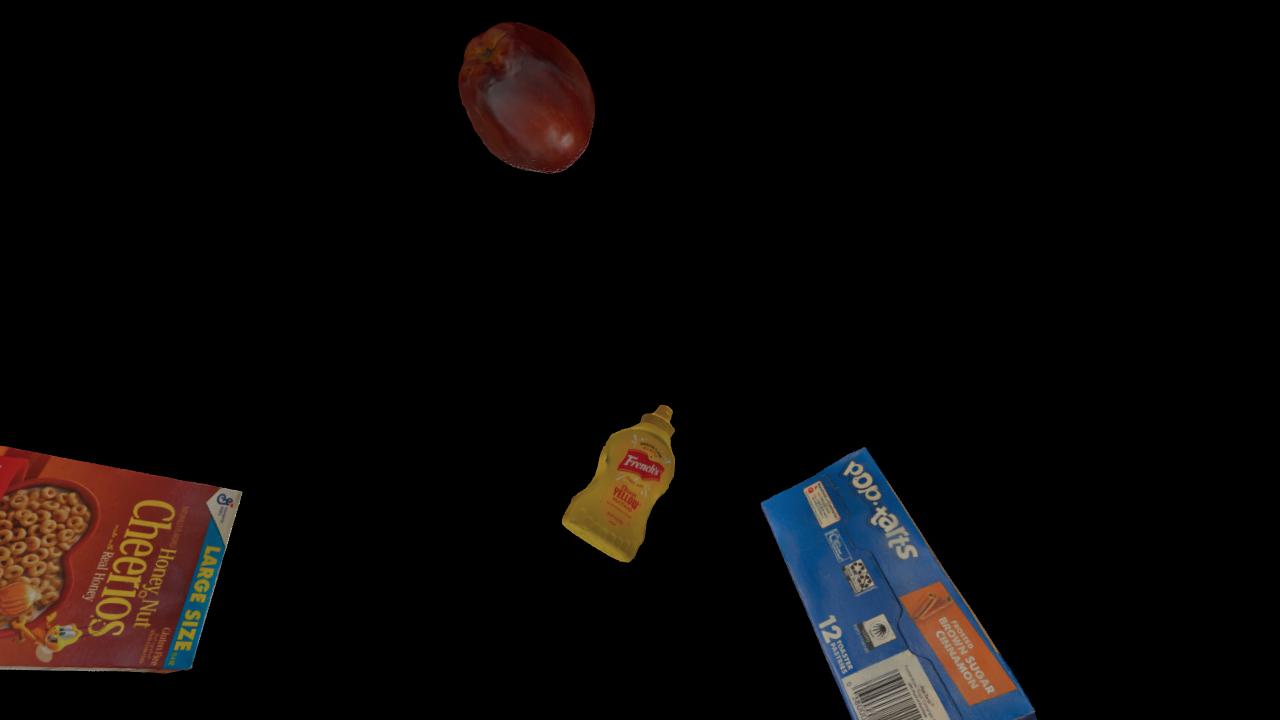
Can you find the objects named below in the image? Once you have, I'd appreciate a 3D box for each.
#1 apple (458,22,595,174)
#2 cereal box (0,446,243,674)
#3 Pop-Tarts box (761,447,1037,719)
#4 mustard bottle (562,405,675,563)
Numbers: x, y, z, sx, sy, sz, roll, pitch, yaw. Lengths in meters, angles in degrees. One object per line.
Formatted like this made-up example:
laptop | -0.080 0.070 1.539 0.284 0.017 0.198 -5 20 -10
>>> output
apple | -0.067 -0.160 0.382 0.079 0.079 0.093 0 -18 28
cereal box | -0.613 0.208 0.637 0.081 0.203 0.306 -25 -38 36
Pop-Tarts box | 0.163 0.168 0.386 0.083 0.167 0.141 -29 -51 11
mustard bottle | -0.008 0.129 0.710 0.092 0.184 0.054 33 -26 -5
